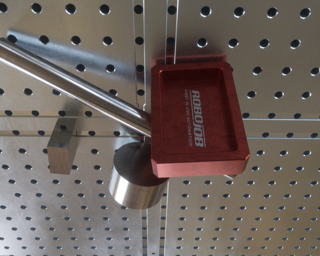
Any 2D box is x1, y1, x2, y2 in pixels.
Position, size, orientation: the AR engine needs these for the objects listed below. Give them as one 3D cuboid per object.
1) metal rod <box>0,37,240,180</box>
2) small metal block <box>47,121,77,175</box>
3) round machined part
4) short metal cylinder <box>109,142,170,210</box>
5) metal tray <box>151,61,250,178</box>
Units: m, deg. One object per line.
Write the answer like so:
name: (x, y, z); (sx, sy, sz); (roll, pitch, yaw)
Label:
metal rod: (-0.042, -0.018, 0.354); (0.301, 0.025, 0.025); (27, 126, -7)
small metal block: (-0.130, 0.027, 0.416); (0.025, 0.050, 0.050); (6, 130, -5)
round machined part: (0.038, 0.008, 0.408); (0.099, 0.042, 0.097); (-1, 131, 0)
short metal cylinder: (-0.028, 0.065, 0.431); (0.081, 0.080, 0.050); (10, 129, -9)
metal tray: (0.037, -0.014, 0.329); (0.091, 0.130, 0.030); (-3, 144, 2)
